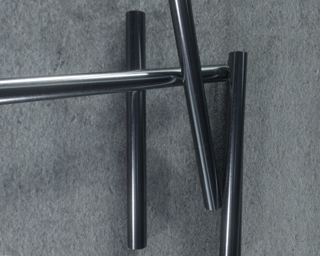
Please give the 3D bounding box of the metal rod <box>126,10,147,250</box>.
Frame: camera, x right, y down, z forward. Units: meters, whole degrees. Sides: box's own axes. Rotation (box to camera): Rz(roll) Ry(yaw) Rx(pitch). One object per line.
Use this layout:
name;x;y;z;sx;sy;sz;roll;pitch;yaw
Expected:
metal rod;-0.030;0.003;0.398;0.025;0.025;0.298;0;90;-20

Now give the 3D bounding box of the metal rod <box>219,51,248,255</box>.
metal rod;0.100;0.047;0.425;0.025;0.025;0.298;3;90;-20

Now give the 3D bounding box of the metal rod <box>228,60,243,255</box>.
metal rod;0.108;0.050;0.450;0.025;0.025;0.298;1;90;-20

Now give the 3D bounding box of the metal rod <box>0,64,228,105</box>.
metal rod;-0.035;-0.056;0.365;0.303;0.025;0.025;-11;94;-32

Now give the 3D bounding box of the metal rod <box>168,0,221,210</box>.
metal rod;0.047;-0.029;0.393;0.025;0.025;0.298;-18;109;-19
